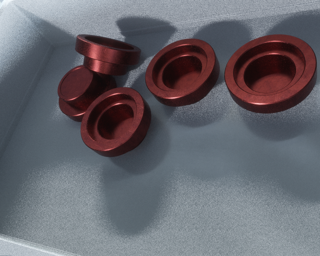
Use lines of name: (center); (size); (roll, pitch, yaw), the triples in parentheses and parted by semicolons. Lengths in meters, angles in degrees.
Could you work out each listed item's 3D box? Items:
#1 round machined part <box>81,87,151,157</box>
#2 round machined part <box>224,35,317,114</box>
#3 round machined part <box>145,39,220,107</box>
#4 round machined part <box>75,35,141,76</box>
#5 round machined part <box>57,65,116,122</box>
round machined part: (-0.056, -0.005, 0.425); (0.098, 0.042, 0.098); (-13, 56, 20)
round machined part: (0.129, -0.058, 0.362); (0.098, 0.042, 0.098); (-13, 56, 20)
round machined part: (0.033, -0.070, 0.419); (0.098, 0.042, 0.098); (-13, 56, 20)
round machined part: (-0.082, -0.112, 0.481); (0.098, 0.099, 0.042); (32, 117, 38)
round machined part: (-0.123, -0.062, 0.495); (0.098, 0.042, 0.098); (-13, 56, 20)
